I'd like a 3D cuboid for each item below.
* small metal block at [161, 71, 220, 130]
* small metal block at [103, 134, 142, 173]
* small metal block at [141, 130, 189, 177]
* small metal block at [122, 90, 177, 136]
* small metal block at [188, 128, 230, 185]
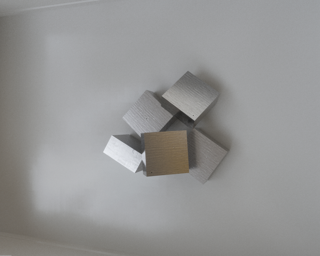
[{"bbox_3d":[0.037,-0.035,0.383,0.050,0.025,0.050,39,69,15],"label":"small metal block"},{"bbox_3d":[-0.037,0.032,0.407,0.050,0.050,0.025,31,100,17],"label":"small metal block"},{"bbox_3d":[0.005,0.029,0.368,0.050,0.025,0.050,-3,89,-13],"label":"small metal block"},{"bbox_3d":[-0.013,-0.014,0.411,0.050,0.025,0.050,45,104,14],"label":"small metal block"},{"bbox_3d":[0.051,0.034,0.390,0.050,0.025,0.050,37,101,16],"label":"small metal block"}]
